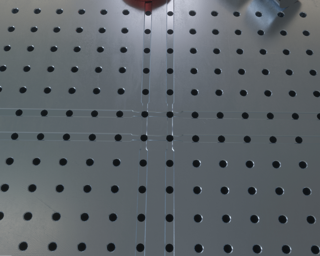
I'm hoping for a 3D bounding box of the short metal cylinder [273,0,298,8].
[{"bbox_3d":[0.197,-0.231,0.468,0.080,0.080,0.050,-33,74,-11],"label":"short metal cylinder"}]
